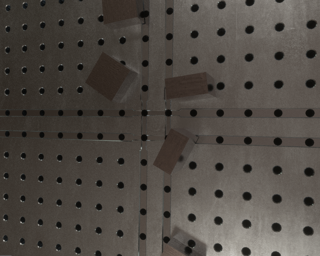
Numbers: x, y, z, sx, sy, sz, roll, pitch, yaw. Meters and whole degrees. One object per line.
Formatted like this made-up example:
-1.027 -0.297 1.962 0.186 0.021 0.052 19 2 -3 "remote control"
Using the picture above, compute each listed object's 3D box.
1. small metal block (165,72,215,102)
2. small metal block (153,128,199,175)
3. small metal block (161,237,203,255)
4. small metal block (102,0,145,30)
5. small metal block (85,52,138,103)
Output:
0.039 -0.049 0.385 0.050 0.050 0.025 -6 88 19 "small metal block"
0.021 0.028 0.391 0.025 0.050 0.050 29 99 17 "small metal block"
0.024 0.181 0.403 0.050 0.025 0.050 27 99 17 "small metal block"
-0.051 -0.169 0.430 0.050 0.025 0.050 -5 88 19 "small metal block"
-0.068 -0.071 0.436 0.050 0.025 0.050 36 101 16 "small metal block"
